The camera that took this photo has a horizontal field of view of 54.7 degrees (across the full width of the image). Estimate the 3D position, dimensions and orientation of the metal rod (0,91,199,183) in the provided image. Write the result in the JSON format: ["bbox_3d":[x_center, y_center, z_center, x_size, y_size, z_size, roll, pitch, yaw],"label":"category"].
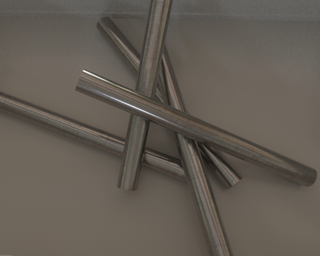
[{"bbox_3d":[-0.092,0.009,0.405,0.301,0.025,0.025,20,71,7],"label":"metal rod"}]

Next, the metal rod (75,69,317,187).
[{"bbox_3d":[0.052,0.005,0.359,0.302,0.025,0.025,23,71,-12],"label":"metal rod"}]

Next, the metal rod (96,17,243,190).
[{"bbox_3d":[0.004,-0.044,0.425,0.025,0.025,0.300,-35,74,-12],"label":"metal rod"}]

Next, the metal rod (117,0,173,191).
[{"bbox_3d":[-0.012,-0.075,0.367,0.025,0.025,0.298,11,92,4],"label":"metal rod"}]

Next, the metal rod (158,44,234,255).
[{"bbox_3d":[0.030,0.012,0.377,0.025,0.025,0.299,-14,71,-5],"label":"metal rod"}]
